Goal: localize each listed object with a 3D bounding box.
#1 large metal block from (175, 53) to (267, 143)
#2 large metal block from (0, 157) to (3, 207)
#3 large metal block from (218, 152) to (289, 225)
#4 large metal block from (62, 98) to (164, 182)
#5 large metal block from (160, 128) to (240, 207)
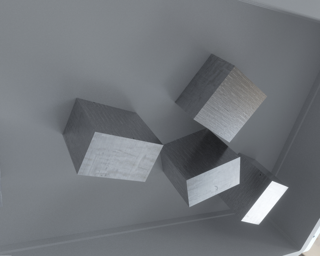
[{"bbox_3d":[0.082,-0.039,0.415,0.080,0.050,0.080,30,102,-38],"label":"large metal block"},{"bbox_3d":[-0.203,0.037,0.305,0.081,0.050,0.079,-3,120,-27],"label":"large metal block"},{"bbox_3d":[0.149,0.101,0.520,0.050,0.080,0.080,23,106,-37],"label":"large metal block"},{"bbox_3d":[-0.056,0.013,0.352,0.081,0.080,0.050,13,112,-34],"label":"large metal block"},{"bbox_3d":[0.055,0.052,0.437,0.081,0.080,0.050,-21,127,-17],"label":"large metal block"}]
